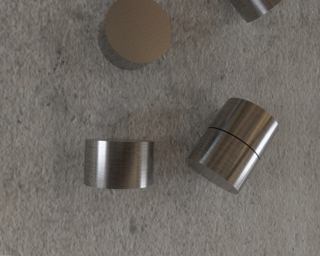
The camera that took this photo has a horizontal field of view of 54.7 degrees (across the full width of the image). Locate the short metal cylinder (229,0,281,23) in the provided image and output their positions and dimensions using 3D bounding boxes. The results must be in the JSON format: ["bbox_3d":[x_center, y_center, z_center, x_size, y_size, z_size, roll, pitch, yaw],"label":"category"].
[{"bbox_3d":[0.139,-0.195,0.432,0.050,0.080,0.080,47,75,-15],"label":"short metal cylinder"}]

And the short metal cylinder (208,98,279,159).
[{"bbox_3d":[0.112,0.003,0.423,0.080,0.080,0.050,39,77,-16],"label":"short metal cylinder"}]

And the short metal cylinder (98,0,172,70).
[{"bbox_3d":[-0.033,-0.116,0.384,0.081,0.050,0.079,0,90,-21],"label":"short metal cylinder"}]

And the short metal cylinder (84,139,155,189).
[{"bbox_3d":[-0.047,0.039,0.363,0.081,0.080,0.050,2,90,-20],"label":"short metal cylinder"}]

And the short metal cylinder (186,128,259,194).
[{"bbox_3d":[0.082,0.044,0.412,0.080,0.080,0.050,40,77,-16],"label":"short metal cylinder"}]
